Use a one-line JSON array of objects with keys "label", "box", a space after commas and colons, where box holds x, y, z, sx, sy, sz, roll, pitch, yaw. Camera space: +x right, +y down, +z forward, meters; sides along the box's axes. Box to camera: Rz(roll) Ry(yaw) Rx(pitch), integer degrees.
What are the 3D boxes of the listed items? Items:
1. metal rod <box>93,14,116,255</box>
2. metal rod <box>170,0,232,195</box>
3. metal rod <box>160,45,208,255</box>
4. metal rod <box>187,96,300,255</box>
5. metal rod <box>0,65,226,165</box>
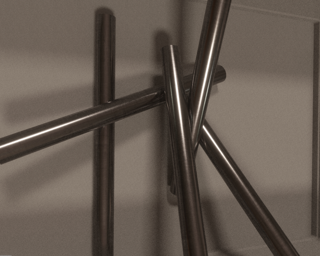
[{"label": "metal rod", "box": [-0.069, 0.011, 0.385, 0.025, 0.025, 0.298, 1, 90, -20]}, {"label": "metal rod", "box": [0.049, -0.049, 0.366, 0.025, 0.025, 0.298, 1, 114, -20]}, {"label": "metal rod", "box": [0.027, 0.044, 0.345, 0.025, 0.025, 0.299, 1, 71, -20]}, {"label": "metal rod", "box": [0.107, 0.084, 0.382, 0.025, 0.025, 0.299, -26, 72, -18]}, {"label": "metal rod", "box": [-0.037, -0.027, 0.373, 0.302, 0.025, 0.025, -23, 98, -28]}]
